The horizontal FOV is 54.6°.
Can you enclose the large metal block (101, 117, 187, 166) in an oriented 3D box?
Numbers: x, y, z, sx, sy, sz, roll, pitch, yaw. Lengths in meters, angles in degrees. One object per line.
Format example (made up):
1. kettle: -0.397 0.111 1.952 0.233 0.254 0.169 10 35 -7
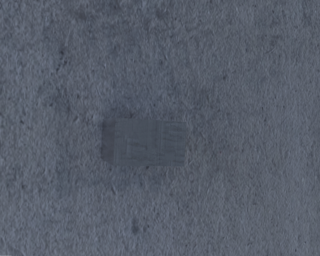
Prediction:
1. large metal block: -0.023 0.016 0.371 0.081 0.080 0.050 3 89 -20
